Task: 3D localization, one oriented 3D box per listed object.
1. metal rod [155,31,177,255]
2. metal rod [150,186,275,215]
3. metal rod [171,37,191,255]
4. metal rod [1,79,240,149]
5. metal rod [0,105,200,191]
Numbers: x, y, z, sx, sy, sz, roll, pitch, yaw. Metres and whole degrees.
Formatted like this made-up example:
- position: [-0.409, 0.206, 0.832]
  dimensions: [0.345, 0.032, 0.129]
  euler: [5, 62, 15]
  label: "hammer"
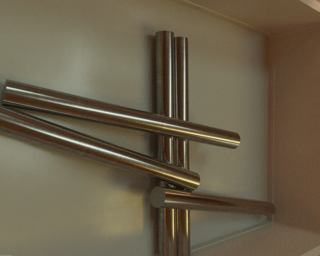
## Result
- position: [0.008, 0.024, 0.412]
  dimensions: [0.025, 0.025, 0.298]
  euler: [-2, 91, -40]
  label: "metal rod"
- position: [0.100, 0.115, 0.469]
  dimensions: [0.302, 0.025, 0.025]
  euler: [19, 78, -44]
  label: "metal rod"
- position: [0.028, 0.027, 0.428]
  dimensions: [0.025, 0.025, 0.298]
  euler: [-1, 91, -40]
  label: "metal rod"
- position: [-0.018, -0.007, 0.366]
  dimensions: [0.302, 0.025, 0.025]
  euler: [12, 83, -32]
  label: "metal rod"
- position: [-0.073, 0.022, 0.328]
  dimensions: [0.302, 0.025, 0.025]
  euler: [23, 76, -32]
  label: "metal rod"
